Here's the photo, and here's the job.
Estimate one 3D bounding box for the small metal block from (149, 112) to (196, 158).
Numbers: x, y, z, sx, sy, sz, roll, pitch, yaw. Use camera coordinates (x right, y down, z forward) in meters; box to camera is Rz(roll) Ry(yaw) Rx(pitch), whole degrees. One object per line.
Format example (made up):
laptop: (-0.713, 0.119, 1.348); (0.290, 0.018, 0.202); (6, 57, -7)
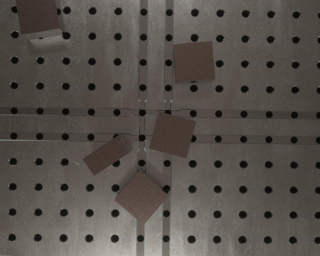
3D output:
small metal block: (0.016, 0.009, 0.414); (0.050, 0.025, 0.050); (15, 90, -1)

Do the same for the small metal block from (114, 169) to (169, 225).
small metal block: (-0.024, 0.091, 0.413); (0.050, 0.025, 0.050); (41, 90, -1)

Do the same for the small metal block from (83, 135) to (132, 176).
small metal block: (-0.066, 0.034, 0.400); (0.050, 0.050, 0.025); (-33, 90, 0)

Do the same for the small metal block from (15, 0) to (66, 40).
small metal block: (-0.158, -0.149, 0.411); (0.050, 0.025, 0.050); (-10, 90, -1)

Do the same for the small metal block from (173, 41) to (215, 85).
small metal block: (0.045, -0.086, 0.414); (0.050, 0.025, 0.050); (-5, 90, -1)
